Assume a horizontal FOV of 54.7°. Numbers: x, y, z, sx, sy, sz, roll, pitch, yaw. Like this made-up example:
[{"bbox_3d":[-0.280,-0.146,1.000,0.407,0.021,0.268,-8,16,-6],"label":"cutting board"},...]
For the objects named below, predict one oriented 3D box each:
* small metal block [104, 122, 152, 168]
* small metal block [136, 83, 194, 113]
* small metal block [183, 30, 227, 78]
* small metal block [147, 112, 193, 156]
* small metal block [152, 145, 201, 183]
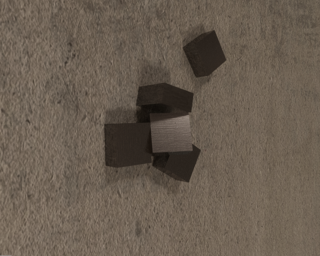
[{"bbox_3d":[-0.038,0.019,0.374,0.050,0.025,0.050,-3,92,-40],"label":"small metal block"},{"bbox_3d":[0.006,-0.036,0.395,0.050,0.050,0.025,14,81,-40],"label":"small metal block"},{"bbox_3d":[0.068,-0.111,0.464,0.050,0.025,0.050,-42,116,-32],"label":"small metal block"},{"bbox_3d":[0.012,0.008,0.395,0.050,0.025,0.050,-2,75,-11],"label":"small metal block"},{"bbox_3d":[0.024,0.041,0.427,0.050,0.025,0.050,36,68,-35],"label":"small metal block"}]
